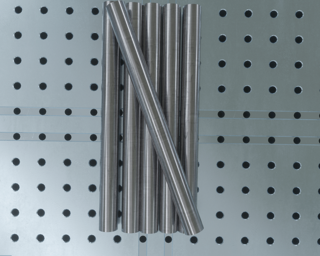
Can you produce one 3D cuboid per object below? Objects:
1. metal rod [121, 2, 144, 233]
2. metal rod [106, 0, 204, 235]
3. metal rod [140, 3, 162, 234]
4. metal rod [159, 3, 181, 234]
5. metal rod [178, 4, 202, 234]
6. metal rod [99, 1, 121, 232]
[{"bbox_3d":[-0.037,-0.013,0.412,0.025,0.025,0.298,1,90,0],"label":"metal rod"},{"bbox_3d":[-0.006,-0.012,0.388,0.025,0.025,0.299,-19,90,0],"label":"metal rod"},{"bbox_3d":[-0.012,-0.013,0.412,0.025,0.025,0.298,1,90,0],"label":"metal rod"},{"bbox_3d":[0.013,-0.012,0.414,0.025,0.025,0.298,1,90,0],"label":"metal rod"},{"bbox_3d":[0.040,-0.012,0.414,0.025,0.025,0.298,1,90,0],"label":"metal rod"},{"bbox_3d":[-0.066,-0.015,0.412,0.025,0.025,0.298,1,90,0],"label":"metal rod"}]
